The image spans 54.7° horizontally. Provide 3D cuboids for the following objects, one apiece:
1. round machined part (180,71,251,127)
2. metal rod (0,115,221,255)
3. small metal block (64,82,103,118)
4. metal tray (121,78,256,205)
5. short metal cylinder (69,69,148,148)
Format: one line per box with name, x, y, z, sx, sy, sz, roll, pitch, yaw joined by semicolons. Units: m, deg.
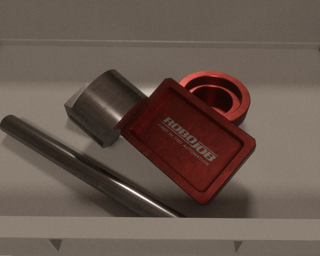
round machined part;0.068;-0.030;0.420;0.099;0.042;0.098;1;50;0
metal rod;-0.072;0.056;0.356;0.301;0.025;0.025;26;55;20
small metal block;-0.095;-0.032;0.431;0.050;0.025;0.050;21;53;17
metal tray;0.030;0.014;0.357;0.130;0.030;0.090;40;86;20
short metal cylinder;-0.059;-0.022;0.366;0.050;0.080;0.080;41;58;4
